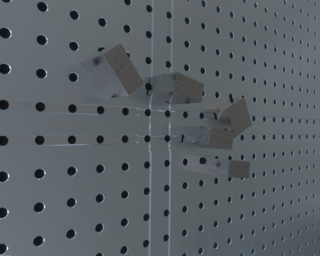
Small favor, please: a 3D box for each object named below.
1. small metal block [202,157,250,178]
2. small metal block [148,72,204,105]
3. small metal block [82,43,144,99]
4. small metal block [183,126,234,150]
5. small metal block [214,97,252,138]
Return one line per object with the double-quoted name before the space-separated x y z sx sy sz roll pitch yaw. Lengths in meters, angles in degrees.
"small metal block" 0.102 0.061 0.477 0.050 0.050 0.025 9 84 -40
"small metal block" 0.021 -0.051 0.409 0.050 0.050 0.025 16 80 -39
"small metal block" -0.053 -0.062 0.347 0.025 0.050 0.050 -45 117 -31
"small metal block" 0.070 0.014 0.451 0.050 0.050 0.025 14 81 -39
"small metal block" 0.121 -0.018 0.509 0.050 0.025 0.050 -30 109 -36
